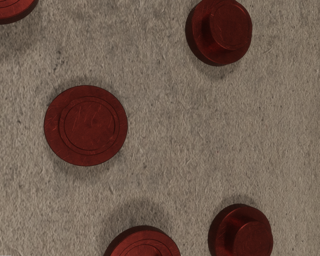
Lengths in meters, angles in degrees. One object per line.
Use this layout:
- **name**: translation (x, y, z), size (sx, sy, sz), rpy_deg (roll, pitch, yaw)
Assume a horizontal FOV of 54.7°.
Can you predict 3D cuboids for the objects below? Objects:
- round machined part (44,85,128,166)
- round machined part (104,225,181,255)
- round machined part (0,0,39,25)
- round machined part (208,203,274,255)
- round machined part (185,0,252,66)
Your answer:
- **round machined part**: translation (-0.086, -0.003, 0.369), size (0.099, 0.042, 0.097), rpy_deg (0, 90, -21)
- **round machined part**: translation (-0.026, 0.172, 0.392), size (0.099, 0.042, 0.097), rpy_deg (0, 90, -21)
- **round machined part**: translation (-0.180, -0.160, 0.333), size (0.099, 0.042, 0.097), rpy_deg (0, 90, -21)
- **round machined part**: translation (0.123, 0.163, 0.447), size (0.099, 0.042, 0.097), rpy_deg (0, 90, -21)
- **round machined part**: translation (0.089, -0.139, 0.434), size (0.099, 0.042, 0.097), rpy_deg (0, 90, -21)
